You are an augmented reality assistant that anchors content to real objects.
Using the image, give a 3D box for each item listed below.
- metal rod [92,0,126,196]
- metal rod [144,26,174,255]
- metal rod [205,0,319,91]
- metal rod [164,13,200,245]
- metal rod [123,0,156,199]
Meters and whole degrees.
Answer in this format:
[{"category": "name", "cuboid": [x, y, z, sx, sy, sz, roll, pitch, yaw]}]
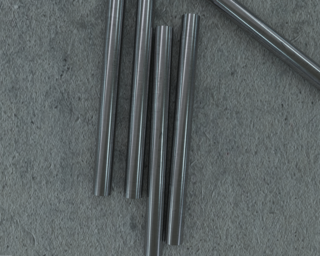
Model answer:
[{"category": "metal rod", "cuboid": [-0.065, -0.062, 0.409, 0.025, 0.025, 0.298, 4, 90, 0]}, {"category": "metal rod", "cuboid": [-0.002, 0.018, 0.409, 0.025, 0.025, 0.298, 3, 90, 0]}, {"category": "metal rod", "cuboid": [0.114, -0.143, 0.410, 0.300, 0.025, 0.025, 38, 90, 0]}, {"category": "metal rod", "cuboid": [0.029, 0.002, 0.409, 0.025, 0.025, 0.298, 4, 90, 0]}, {"category": "metal rod", "cuboid": [-0.026, -0.058, 0.409, 0.025, 0.025, 0.298, 4, 90, 0]}]
